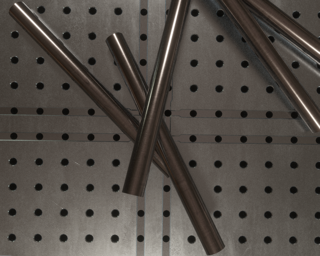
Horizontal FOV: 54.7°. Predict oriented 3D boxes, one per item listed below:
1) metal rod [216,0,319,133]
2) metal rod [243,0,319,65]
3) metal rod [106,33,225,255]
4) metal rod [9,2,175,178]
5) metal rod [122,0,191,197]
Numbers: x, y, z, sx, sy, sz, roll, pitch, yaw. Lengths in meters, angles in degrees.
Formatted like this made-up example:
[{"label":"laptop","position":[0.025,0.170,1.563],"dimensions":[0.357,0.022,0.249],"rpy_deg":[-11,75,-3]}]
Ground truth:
[{"label":"metal rod","position":[0.125,-0.119,0.405],"dimensions":[0.025,0.025,0.299],"rpy_deg":[-38,94,0]},{"label":"metal rod","position":[0.213,-0.102,0.416],"dimensions":[0.301,0.025,0.025],"rpy_deg":[37,90,-1]},{"label":"metal rod","position":[0.003,0.014,0.393],"dimensions":[0.025,0.025,0.299],"rpy_deg":[-26,83,0]},{"label":"metal rod","position":[-0.086,-0.050,0.412],"dimensions":[0.025,0.025,0.300],"rpy_deg":[-44,91,0]},{"label":"metal rod","position":[0.003,-0.066,0.383],"dimensions":[0.025,0.025,0.299],"rpy_deg":[14,78,-1]}]
